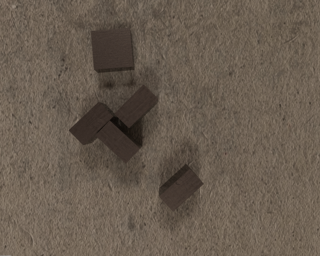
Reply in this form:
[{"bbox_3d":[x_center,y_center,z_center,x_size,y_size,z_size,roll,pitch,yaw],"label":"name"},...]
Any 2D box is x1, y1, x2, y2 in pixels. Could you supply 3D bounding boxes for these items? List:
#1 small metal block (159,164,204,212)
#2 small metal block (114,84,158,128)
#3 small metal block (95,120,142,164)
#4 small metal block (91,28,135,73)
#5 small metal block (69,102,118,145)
[{"bbox_3d":[0.026,0.075,0.398,0.050,0.050,0.025,-42,91,0],"label":"small metal block"},{"bbox_3d":[-0.029,-0.026,0.397,0.025,0.050,0.050,45,90,0],"label":"small metal block"},{"bbox_3d":[-0.051,0.017,0.397,0.050,0.050,0.025,43,90,-1],"label":"small metal block"},{"bbox_3d":[-0.062,-0.102,0.409,0.050,0.025,0.050,-5,90,-1],"label":"small metal block"},{"bbox_3d":[-0.083,-0.006,0.396,0.050,0.050,0.025,-44,90,0],"label":"small metal block"}]
